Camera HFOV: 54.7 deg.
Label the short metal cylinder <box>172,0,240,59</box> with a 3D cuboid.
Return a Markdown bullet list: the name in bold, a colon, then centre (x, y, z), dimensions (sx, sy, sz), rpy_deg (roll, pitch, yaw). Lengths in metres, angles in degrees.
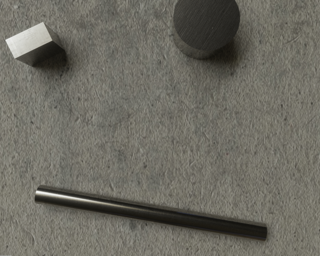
- **short metal cylinder**: centre (0.056, -0.133, 0.398), dimensions (0.081, 0.050, 0.080), rpy_deg (0, 90, 0)

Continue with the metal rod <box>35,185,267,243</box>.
- **metal rod**: centre (-0.011, 0.113, 0.409), dimensions (0.302, 0.025, 0.025), rpy_deg (10, 90, -1)

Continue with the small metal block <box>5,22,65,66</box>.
- **small metal block**: centre (-0.157, -0.105, 0.396), dimensions (0.050, 0.050, 0.025), rpy_deg (-26, 90, 0)
